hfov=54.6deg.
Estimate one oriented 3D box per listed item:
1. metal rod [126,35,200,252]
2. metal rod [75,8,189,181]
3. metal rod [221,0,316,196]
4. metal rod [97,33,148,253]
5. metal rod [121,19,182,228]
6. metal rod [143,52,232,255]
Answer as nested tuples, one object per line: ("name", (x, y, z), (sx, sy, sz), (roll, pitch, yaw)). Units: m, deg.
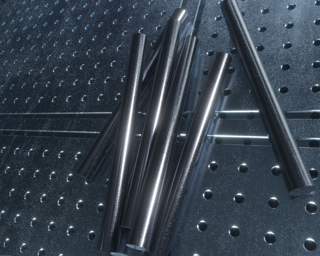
("metal rod", (0.012, -0.004, 0.389), (0.025, 0.025, 0.300), (-2, 56, 27))
("metal rod", (-0.035, -0.059, 0.463), (0.025, 0.025, 0.300), (18, 71, 35))
("metal rod", (0.121, -0.062, 0.383), (0.025, 0.025, 0.300), (-20, 54, 17))
("metal rod", (-0.045, 0.003, 0.410), (0.025, 0.025, 0.299), (-5, 66, 26))
("metal rod", (-0.006, -0.021, 0.413), (0.025, 0.025, 0.299), (-1, 65, 28))
("metal rod", (0.035, 0.035, 0.369), (0.025, 0.025, 0.300), (8, 65, 32))
